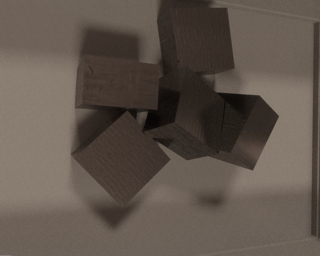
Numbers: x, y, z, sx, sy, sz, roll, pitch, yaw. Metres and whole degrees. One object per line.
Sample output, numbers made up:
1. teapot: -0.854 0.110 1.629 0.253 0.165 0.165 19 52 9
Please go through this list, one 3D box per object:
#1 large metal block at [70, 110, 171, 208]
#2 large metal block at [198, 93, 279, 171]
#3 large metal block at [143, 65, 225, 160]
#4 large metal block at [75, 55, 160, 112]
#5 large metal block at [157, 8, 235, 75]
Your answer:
1. large metal block: -0.049 0.035 0.380 0.080 0.050 0.080 -44 104 -15
2. large metal block: 0.096 0.001 0.413 0.050 0.080 0.080 36 78 -33
3. large metal block: 0.033 -0.016 0.385 0.080 0.050 0.080 35 54 -34
4. large metal block: -0.053 -0.047 0.362 0.081 0.080 0.050 3 89 -20
5. large metal block: 0.047 -0.112 0.416 0.081 0.050 0.079 -9 93 -20
